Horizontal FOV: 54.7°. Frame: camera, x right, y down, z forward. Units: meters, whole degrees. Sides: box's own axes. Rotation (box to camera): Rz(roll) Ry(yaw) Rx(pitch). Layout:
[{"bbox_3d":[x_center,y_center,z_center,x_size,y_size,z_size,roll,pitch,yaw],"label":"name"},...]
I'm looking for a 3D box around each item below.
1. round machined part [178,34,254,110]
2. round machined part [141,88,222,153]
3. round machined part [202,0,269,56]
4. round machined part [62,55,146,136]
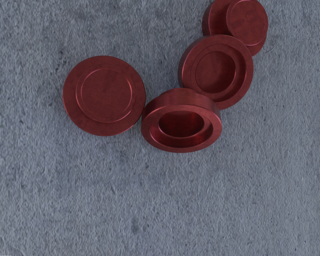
[{"bbox_3d":[0.071,-0.075,0.416,0.099,0.042,0.097,-4,109,-13],"label":"round machined part"},{"bbox_3d":[0.027,-0.013,0.390,0.099,0.097,0.042,18,49,-19],"label":"round machined part"},{"bbox_3d":[0.113,-0.147,0.441,0.099,0.042,0.097,0,90,-20],"label":"round machined part"},{"bbox_3d":[-0.065,-0.039,0.370,0.099,0.042,0.097,1,87,-14],"label":"round machined part"}]
